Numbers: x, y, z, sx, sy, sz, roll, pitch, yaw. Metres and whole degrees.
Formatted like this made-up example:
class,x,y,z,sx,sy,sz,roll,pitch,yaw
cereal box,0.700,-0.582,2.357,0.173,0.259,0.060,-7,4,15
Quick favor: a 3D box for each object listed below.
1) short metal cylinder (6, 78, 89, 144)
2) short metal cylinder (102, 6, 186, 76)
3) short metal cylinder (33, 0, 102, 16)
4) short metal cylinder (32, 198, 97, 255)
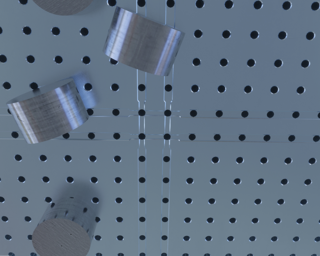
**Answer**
class,x,y,z,sx,sy,sz,roll,pitch,yaw
short metal cylinder,-0.133,-0.022,0.374,0.080,0.080,0.050,-17,110,5
short metal cylinder,-0.018,-0.097,0.348,0.080,0.080,0.050,19,109,-8
short metal cylinder,-0.102,-0.165,0.338,0.081,0.050,0.079,0,110,-1
short metal cylinder,-0.137,0.150,0.454,0.081,0.050,0.079,0,110,-1
